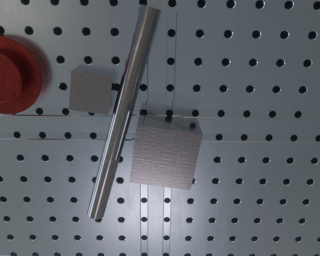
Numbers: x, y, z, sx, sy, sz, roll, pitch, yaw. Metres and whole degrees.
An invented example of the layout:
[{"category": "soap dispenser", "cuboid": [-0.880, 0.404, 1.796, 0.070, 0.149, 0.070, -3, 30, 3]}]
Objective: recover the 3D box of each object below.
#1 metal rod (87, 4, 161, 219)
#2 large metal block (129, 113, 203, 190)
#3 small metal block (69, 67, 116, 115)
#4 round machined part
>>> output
[{"category": "metal rod", "cuboid": [-0.053, -0.007, 0.410, 0.025, 0.025, 0.298, 16, 109, -6]}, {"category": "large metal block", "cuboid": [0.006, 0.030, 0.411, 0.081, 0.050, 0.079, 8, 110, -3]}, {"category": "small metal block", "cuboid": [-0.086, -0.047, 0.395, 0.050, 0.025, 0.050, 8, 110, -3]}, {"category": "round machined part", "cuboid": [-0.195, -0.063, 0.379, 0.099, 0.042, 0.097, 0, 110, 0]}]
